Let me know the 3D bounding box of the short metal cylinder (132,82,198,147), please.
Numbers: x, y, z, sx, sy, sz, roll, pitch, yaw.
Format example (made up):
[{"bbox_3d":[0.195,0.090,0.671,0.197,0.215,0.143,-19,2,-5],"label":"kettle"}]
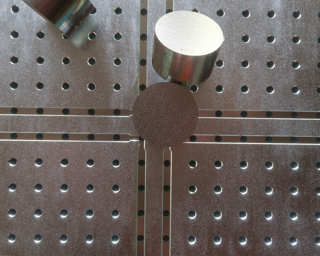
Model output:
[{"bbox_3d":[0.006,-0.016,0.401,0.081,0.050,0.079,0,90,-1],"label":"short metal cylinder"}]

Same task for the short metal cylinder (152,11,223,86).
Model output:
[{"bbox_3d":[0.032,-0.099,0.383,0.081,0.050,0.080,3,56,-5],"label":"short metal cylinder"}]

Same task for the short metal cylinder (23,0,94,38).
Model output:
[{"bbox_3d":[-0.130,-0.158,0.384,0.080,0.080,0.050,39,90,-1],"label":"short metal cylinder"}]
